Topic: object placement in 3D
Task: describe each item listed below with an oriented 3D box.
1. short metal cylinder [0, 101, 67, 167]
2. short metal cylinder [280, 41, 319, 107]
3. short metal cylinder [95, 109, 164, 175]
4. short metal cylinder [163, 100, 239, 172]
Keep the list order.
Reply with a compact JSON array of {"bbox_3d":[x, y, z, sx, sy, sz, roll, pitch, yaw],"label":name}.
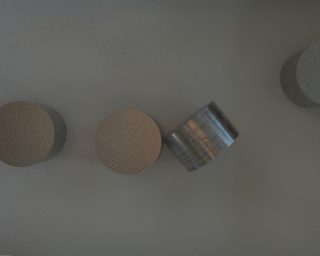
[{"bbox_3d":[-0.167,0.007,0.397,0.081,0.050,0.079,0,90,-1],"label":"short metal cylinder"},{"bbox_3d":[0.206,-0.068,0.402,0.081,0.050,0.079,0,90,-1],"label":"short metal cylinder"},{"bbox_3d":[-0.036,0.017,0.395,0.080,0.050,0.079,0,90,4],"label":"short metal cylinder"},{"bbox_3d":[0.050,0.010,0.385,0.080,0.080,0.050,-39,91,0],"label":"short metal cylinder"}]
